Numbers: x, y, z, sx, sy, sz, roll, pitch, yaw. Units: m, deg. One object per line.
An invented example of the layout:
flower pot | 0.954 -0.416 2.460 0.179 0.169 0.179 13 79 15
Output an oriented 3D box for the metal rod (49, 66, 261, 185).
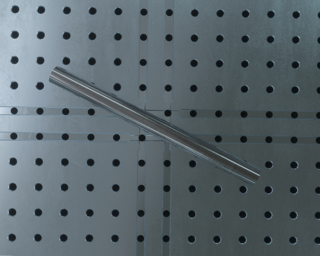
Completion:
metal rod | -0.006 -0.003 0.413 0.301 0.025 0.025 27 90 -1
